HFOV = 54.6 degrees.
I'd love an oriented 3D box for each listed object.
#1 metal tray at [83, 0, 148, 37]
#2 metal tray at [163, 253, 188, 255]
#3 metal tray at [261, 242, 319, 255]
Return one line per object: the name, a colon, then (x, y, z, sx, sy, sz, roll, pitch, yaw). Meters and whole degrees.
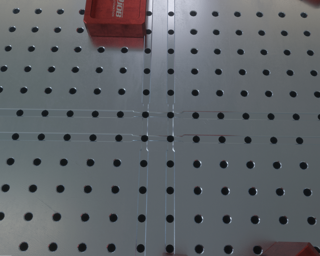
metal tray: (-0.064, -0.206, 0.483, 0.090, 0.030, 0.130, 2, 70, 0)
metal tray: (0.012, 0.196, 0.305, 0.030, 0.090, 0.130, 5, 70, 2)
metal tray: (0.099, 0.169, 0.315, 0.131, 0.090, 0.030, -35, 74, -12)
